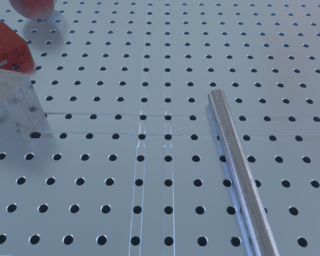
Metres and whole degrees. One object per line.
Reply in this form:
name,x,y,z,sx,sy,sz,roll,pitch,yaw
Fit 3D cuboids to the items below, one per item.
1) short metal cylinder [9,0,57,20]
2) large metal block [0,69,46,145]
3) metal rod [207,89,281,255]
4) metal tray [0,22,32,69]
short metal cylinder,-0.235,-0.251,0.580,0.081,0.080,0.050,-1,50,-1
large metal block,-0.205,-0.029,0.394,0.080,0.080,0.050,11,51,9
metal rod,0.097,0.067,0.352,0.025,0.025,0.300,-4,50,-4
metal tray,-0.291,-0.118,0.500,0.131,0.030,0.090,-36,59,-27
